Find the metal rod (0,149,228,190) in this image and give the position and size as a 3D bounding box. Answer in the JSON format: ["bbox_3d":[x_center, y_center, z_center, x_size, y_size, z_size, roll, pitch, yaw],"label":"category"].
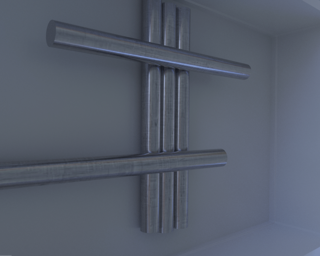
[{"bbox_3d":[-0.043,0.042,0.346,0.303,0.025,0.025,-1,91,-33],"label":"metal rod"}]

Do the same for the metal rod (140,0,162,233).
[{"bbox_3d":[-0.011,-0.019,0.396,0.025,0.025,0.298,1,90,-40],"label":"metal rod"}]

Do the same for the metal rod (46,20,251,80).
[{"bbox_3d":[0.015,-0.087,0.384,0.302,0.025,0.025,0,90,-40],"label":"metal rod"}]

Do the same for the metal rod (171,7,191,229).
[{"bbox_3d":[0.028,-0.014,0.427,0.025,0.025,0.298,1,89,-40],"label":"metal rod"}]

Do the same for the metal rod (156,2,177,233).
[{"bbox_3d":[0.008,-0.014,0.412,0.025,0.025,0.298,1,89,-40],"label":"metal rod"}]
